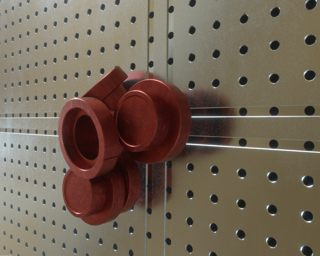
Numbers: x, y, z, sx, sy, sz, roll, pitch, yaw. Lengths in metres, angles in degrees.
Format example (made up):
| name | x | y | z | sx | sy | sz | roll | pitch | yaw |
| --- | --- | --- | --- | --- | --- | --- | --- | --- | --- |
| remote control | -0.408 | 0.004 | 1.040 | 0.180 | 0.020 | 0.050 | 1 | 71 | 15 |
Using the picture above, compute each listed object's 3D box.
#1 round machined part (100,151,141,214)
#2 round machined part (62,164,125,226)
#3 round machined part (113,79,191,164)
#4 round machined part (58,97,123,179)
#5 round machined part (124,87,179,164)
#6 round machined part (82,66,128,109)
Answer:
| name | x | y | z | sx | sy | sz | roll | pitch | yaw |
| --- | --- | --- | --- | --- | --- | --- | --- | --- | --- |
| round machined part | -0.077 | 0.075 | 0.436 | 0.098 | 0.042 | 0.097 | 0 | 90 | 40 |
| round machined part | -0.096 | 0.084 | 0.424 | 0.098 | 0.042 | 0.097 | 0 | 90 | 40 |
| round machined part | -0.016 | -0.008 | 0.356 | 0.098 | 0.042 | 0.097 | -1 | 89 | 40 |
| round machined part | -0.081 | 0.010 | 0.383 | 0.098 | 0.042 | 0.097 | 10 | 105 | 41 |
| round machined part | -0.018 | -0.004 | 0.387 | 0.098 | 0.042 | 0.097 | 0 | 90 | 40 |
| round machined part | -0.081 | -0.040 | 0.442 | 0.098 | 0.098 | 0.042 | -34 | 104 | 35 |
